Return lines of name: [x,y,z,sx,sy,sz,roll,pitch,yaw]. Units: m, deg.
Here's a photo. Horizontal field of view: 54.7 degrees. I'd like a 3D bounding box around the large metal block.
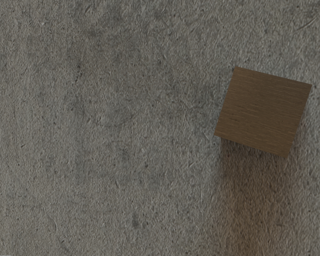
large metal block: [0.116,-0.018,0.355,0.080,0.050,0.080,18,96,19]
